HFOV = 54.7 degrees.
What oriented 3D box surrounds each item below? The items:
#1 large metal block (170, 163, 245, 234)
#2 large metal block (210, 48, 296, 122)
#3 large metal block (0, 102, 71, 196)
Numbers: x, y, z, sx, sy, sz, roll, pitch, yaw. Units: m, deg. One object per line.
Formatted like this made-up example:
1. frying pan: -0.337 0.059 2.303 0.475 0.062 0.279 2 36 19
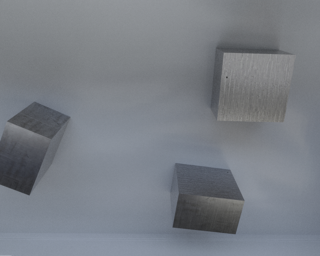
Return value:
1. large metal block: 0.059 0.092 0.417 0.081 0.080 0.050 7 110 -3
2. large metal block: 0.109 -0.054 0.380 0.081 0.050 0.079 1 110 -1
3. large metal block: -0.160 0.023 0.388 0.050 0.080 0.080 24 108 -9
